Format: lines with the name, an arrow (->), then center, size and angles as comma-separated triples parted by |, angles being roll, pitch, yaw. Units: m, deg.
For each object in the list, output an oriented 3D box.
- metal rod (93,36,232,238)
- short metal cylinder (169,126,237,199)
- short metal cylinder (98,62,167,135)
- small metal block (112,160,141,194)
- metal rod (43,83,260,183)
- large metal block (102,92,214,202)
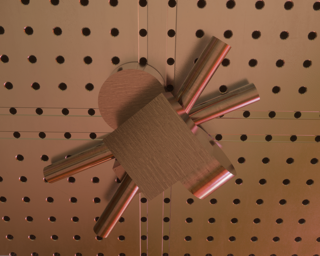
metal rod -> -0.006, 0.023, 0.392 | 0.025, 0.025, 0.298 | 29, 107, -10
short metal cylinder -> 0.052, 0.043, 0.397 | 0.050, 0.080, 0.080 | -41, 105, 14
short metal cylinder -> -0.032, -0.037, 0.382 | 0.081, 0.050, 0.079 | 0, 110, 0
small metal block -> -0.030, 0.060, 0.431 | 0.050, 0.025, 0.050 | -27, 108, 9
metal rod -> -0.017, 0.010, 0.413 | 0.301, 0.025, 0.025 | -22, 109, 7
large metal block -> 0.000, 0.018, 0.335 | 0.080, 0.050, 0.080 | -38, 89, 13
